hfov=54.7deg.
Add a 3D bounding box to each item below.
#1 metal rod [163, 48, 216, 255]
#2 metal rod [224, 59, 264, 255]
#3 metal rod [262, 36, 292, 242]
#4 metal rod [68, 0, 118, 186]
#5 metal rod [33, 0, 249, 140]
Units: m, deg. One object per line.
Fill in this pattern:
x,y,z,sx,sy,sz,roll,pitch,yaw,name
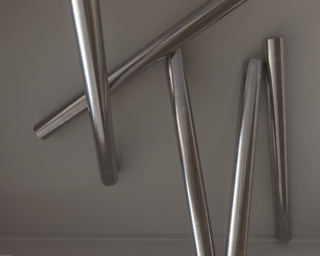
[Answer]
0.039,0.053,0.379,0.025,0.025,0.298,-9,90,3,metal rod
0.099,0.066,0.374,0.025,0.025,0.298,7,86,-3,metal rod
0.163,0.029,0.424,0.025,0.025,0.298,-10,110,3,metal rod
-0.066,-0.032,0.332,0.025,0.025,0.298,2,136,-1,metal rod
-0.035,-0.071,0.369,0.300,0.025,0.025,-32,108,16,metal rod
